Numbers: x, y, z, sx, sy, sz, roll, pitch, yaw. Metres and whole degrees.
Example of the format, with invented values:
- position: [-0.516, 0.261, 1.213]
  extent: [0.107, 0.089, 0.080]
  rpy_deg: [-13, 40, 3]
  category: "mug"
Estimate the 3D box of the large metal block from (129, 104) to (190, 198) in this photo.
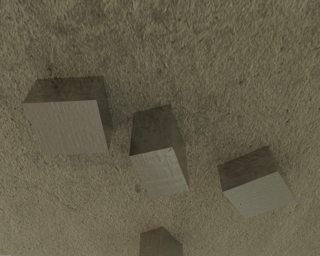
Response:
- position: [0.001, 0.029, 0.396]
  extent: [0.050, 0.080, 0.080]
  rpy_deg: [-13, 129, 11]
  category: "large metal block"

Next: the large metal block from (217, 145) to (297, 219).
- position: [0.144, 0.083, 0.462]
  extent: [0.080, 0.050, 0.080]
  rpy_deg: [-27, 126, 20]
  category: "large metal block"

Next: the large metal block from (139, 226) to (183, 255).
- position: [0.004, 0.246, 0.580]
  extent: [0.050, 0.080, 0.080]
  rpy_deg: [-24, 126, 19]
  category: "large metal block"

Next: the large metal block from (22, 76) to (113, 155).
- position: [-0.106, -0.014, 0.378]
  extent: [0.080, 0.050, 0.080]
  rpy_deg: [-3, 130, 2]
  category: "large metal block"
